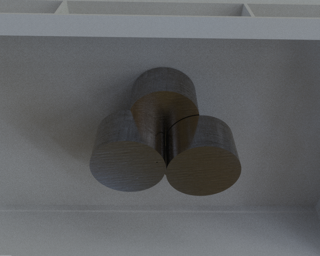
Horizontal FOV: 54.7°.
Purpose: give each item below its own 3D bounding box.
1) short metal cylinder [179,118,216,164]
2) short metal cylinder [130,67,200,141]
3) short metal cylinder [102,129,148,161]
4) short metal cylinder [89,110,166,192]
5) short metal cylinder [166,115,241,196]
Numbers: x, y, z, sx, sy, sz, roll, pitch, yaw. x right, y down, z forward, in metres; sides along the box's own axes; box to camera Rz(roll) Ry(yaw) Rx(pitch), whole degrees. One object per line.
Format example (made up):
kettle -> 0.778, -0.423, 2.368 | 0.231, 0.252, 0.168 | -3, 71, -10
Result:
short metal cylinder -> 0.042, 0.030, 0.416 | 0.081, 0.050, 0.079 | 0, 130, 0
short metal cylinder -> 0.005, -0.025, 0.370 | 0.081, 0.050, 0.079 | 0, 130, 0
short metal cylinder -> -0.040, 0.026, 0.412 | 0.081, 0.050, 0.079 | 0, 130, 0
short metal cylinder -> -0.034, 0.027, 0.347 | 0.081, 0.050, 0.079 | 0, 130, 0
short metal cylinder -> 0.047, 0.032, 0.351 | 0.081, 0.050, 0.079 | 0, 130, 0
